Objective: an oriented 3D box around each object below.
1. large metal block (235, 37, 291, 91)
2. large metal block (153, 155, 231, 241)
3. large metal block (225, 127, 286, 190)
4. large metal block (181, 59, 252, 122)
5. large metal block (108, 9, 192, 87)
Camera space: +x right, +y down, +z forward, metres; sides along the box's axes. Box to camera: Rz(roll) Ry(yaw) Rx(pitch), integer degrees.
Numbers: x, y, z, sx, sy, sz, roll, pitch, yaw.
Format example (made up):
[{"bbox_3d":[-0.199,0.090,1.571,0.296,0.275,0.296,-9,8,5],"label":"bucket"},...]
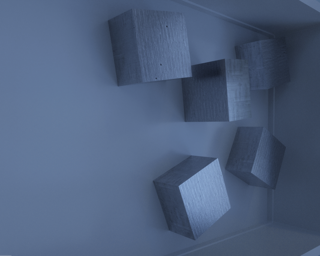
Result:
[{"bbox_3d":[0.182,-0.112,0.546,0.081,0.050,0.079,-19,102,-39],"label":"large metal block"},{"bbox_3d":[0.046,0.093,0.432,0.081,0.050,0.080,-28,108,-37],"label":"large metal block"},{"bbox_3d":[0.166,0.051,0.533,0.080,0.050,0.080,34,69,-35],"label":"large metal block"},{"bbox_3d":[0.078,-0.051,0.439,0.050,0.080,0.079,-9,96,-40],"label":"large metal block"},{"bbox_3d":[-0.011,-0.097,0.383,0.081,0.050,0.079,-14,99,-39],"label":"large metal block"}]
